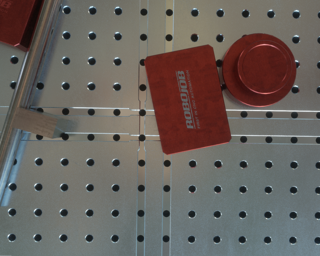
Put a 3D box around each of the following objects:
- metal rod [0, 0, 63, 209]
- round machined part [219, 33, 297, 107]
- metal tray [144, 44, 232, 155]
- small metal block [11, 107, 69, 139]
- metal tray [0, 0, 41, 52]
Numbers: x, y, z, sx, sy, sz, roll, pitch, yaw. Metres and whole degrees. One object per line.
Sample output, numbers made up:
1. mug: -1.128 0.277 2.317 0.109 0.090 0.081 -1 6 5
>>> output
1. metal rod: -0.183 -0.037 0.410 0.025 0.025 0.298 17 90 -1
2. round machined part: 0.131 -0.077 0.407 0.099 0.042 0.097 0 90 -1
3. metal tray: 0.036 -0.036 0.411 0.091 0.030 0.129 -12 90 -1
4. small metal block: -0.152 -0.006 0.398 0.050 0.050 0.025 17 90 -2
5. metal tray: -0.227 -0.166 0.408 0.131 0.030 0.090 19 90 -1
